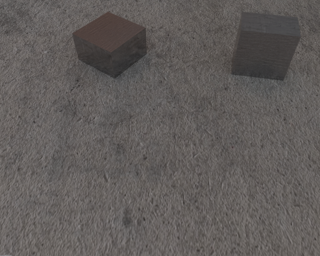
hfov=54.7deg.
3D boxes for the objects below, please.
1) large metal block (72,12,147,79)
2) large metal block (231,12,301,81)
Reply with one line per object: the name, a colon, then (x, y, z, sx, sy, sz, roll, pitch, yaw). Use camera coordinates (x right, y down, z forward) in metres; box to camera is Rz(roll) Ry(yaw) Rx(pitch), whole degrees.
large metal block: (-0.079, -0.136, 0.500, 0.080, 0.050, 0.080, 30, 56, 22)
large metal block: (0.157, -0.124, 0.472, 0.080, 0.080, 0.050, 8, 51, 7)
